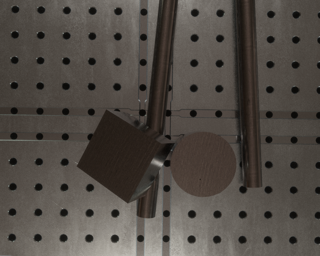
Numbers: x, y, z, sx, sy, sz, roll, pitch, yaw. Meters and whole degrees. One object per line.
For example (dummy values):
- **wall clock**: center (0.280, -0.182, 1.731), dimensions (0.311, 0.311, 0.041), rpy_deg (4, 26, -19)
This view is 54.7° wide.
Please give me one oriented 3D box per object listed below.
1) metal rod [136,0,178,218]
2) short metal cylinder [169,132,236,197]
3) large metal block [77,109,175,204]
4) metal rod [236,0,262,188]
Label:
- **metal rod**: center (-0.003, -0.032, 0.413), dimensions (0.025, 0.025, 0.298), rpy_deg (6, 90, -1)
- **short metal cylinder**: center (0.053, 0.044, 0.402), dimensions (0.081, 0.050, 0.079), rpy_deg (0, 90, -1)
- **large metal block**: center (-0.041, 0.033, 0.383), dimensions (0.080, 0.050, 0.080), rpy_deg (31, 98, 18)
- **metal rod**: center (0.118, -0.071, 0.414), dimensions (0.025, 0.025, 0.298), rpy_deg (-2, 90, -1)
